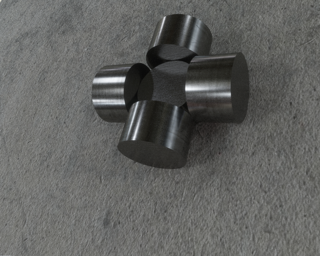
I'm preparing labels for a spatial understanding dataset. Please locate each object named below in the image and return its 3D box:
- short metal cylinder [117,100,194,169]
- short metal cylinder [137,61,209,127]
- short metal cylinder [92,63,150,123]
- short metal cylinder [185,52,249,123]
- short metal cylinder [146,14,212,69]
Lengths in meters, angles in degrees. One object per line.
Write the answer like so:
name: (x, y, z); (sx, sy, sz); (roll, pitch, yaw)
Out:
short metal cylinder: (-0.004, 0.010, 0.364); (0.080, 0.080, 0.050); (0, 62, 28)
short metal cylinder: (0.018, -0.040, 0.404); (0.080, 0.050, 0.080); (-13, 56, 20)
short metal cylinder: (-0.046, -0.047, 0.422); (0.050, 0.080, 0.080); (2, 63, 29)
short metal cylinder: (0.069, -0.046, 0.361); (0.050, 0.080, 0.080); (2, 63, 29)
short metal cylinder: (0.026, -0.105, 0.419); (0.080, 0.080, 0.050); (2, 63, 28)
